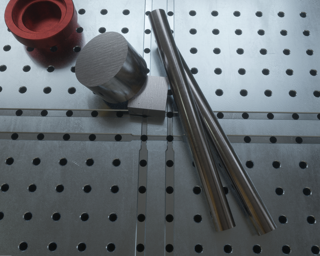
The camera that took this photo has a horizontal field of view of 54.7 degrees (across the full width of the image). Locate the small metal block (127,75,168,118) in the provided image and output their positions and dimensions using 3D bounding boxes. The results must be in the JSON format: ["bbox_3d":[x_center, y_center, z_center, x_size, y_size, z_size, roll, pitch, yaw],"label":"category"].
[{"bbox_3d":[-0.015,-0.044,0.428,0.050,0.025,0.050,6,70,2],"label":"small metal block"}]

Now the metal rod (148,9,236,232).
[{"bbox_3d":[0.037,-0.020,0.402,0.025,0.025,0.299,-15,77,-6],"label":"metal rod"}]

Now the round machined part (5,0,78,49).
[{"bbox_3d":[-0.171,-0.159,0.459,0.099,0.042,0.098,0,70,0],"label":"round machined part"}]

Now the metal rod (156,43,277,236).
[{"bbox_3d":[0.066,-0.005,0.413,0.025,0.025,0.299,-23,72,-8],"label":"metal rod"}]

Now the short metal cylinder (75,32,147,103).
[{"bbox_3d":[-0.064,-0.079,0.411,0.080,0.050,0.080,-11,65,24],"label":"short metal cylinder"}]
